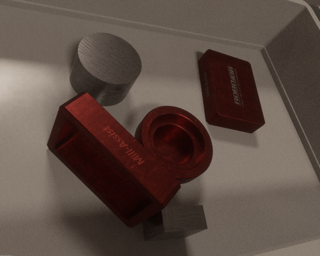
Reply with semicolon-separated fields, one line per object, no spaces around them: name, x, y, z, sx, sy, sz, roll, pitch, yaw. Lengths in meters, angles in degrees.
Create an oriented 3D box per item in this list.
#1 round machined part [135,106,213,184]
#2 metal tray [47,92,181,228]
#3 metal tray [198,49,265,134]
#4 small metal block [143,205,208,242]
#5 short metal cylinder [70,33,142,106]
round machined part;0.014;0.024;0.389;0.099;0.042;0.098;14;56;-21
metal tray;-0.052;0.037;0.314;0.130;0.090;0.030;44;51;2
metal tray;0.114;-0.061;0.503;0.091;0.030;0.130;11;57;-23
small metal block;0.015;0.104;0.336;0.050;0.050;0.025;5;60;-26
short metal cylinder;-0.070;-0.075;0.398;0.081;0.050;0.080;14;56;-21
